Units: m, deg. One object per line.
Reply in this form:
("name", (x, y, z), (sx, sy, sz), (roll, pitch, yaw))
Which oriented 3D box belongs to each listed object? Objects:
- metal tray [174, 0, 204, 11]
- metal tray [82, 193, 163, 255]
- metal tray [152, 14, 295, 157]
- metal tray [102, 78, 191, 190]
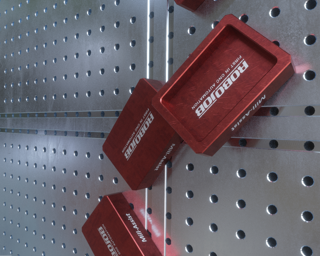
("metal tray", (0.032, -0.223, 0.380), (0.090, 0.030, 0.130), (-42, 65, 32))
("metal tray", (-0.057, 0.172, 0.455), (0.130, 0.030, 0.090), (51, 120, 28))
("metal tray", (0.063, -0.045, 0.333), (0.130, 0.030, 0.090), (-48, 61, 12))
("metal tray", (-0.020, 0.009, 0.424), (0.090, 0.030, 0.129), (47, 118, 29))
